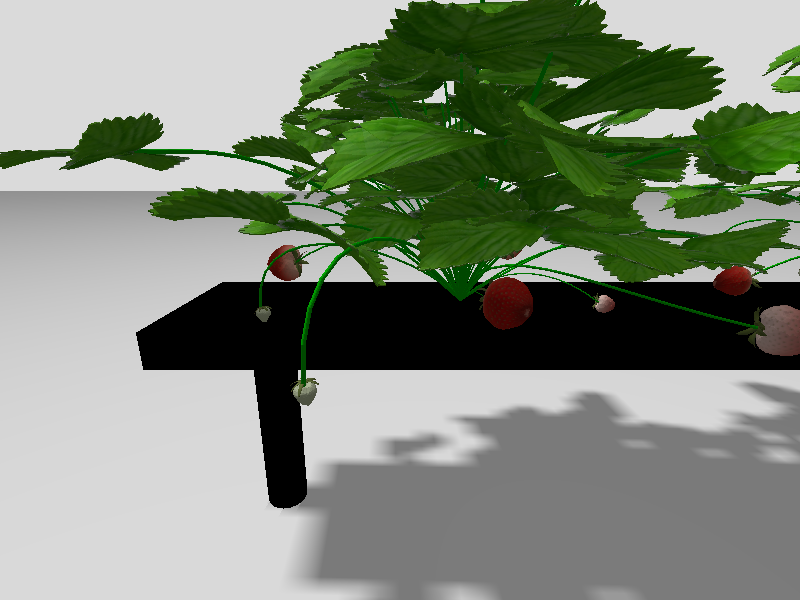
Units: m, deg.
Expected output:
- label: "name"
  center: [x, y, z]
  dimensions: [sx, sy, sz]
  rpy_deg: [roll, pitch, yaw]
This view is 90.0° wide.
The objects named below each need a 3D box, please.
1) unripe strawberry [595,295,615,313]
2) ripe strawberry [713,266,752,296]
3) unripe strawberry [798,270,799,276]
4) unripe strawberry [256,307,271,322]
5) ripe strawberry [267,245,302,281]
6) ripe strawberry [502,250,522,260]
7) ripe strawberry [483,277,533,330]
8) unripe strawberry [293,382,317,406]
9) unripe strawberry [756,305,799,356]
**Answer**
- label: "unripe strawberry"
  center: [0.169, 0.004, 0.328]
  dimensions: [0.014, 0.015, 0.013]
  rpy_deg: [19, 21, 12]
- label: "ripe strawberry"
  center: [0.315, -0.018, 0.381]
  dimensions: [0.030, 0.029, 0.027]
  rpy_deg: [-7, 16, 8]
- label: "unripe strawberry"
  center: [0.449, -0.029, 0.445]
  dimensions: [0.009, 0.010, 0.010]
  rpy_deg: [-11, 20, -32]
- label: "unripe strawberry"
  center: [-0.105, 0.011, 0.309]
  dimensions: [0.011, 0.012, 0.011]
  rpy_deg: [-6, 18, -19]
- label: "ripe strawberry"
  center: [-0.124, -0.040, 0.431]
  dimensions: [0.037, 0.038, 0.034]
  rpy_deg: [-4, 14, 24]
- label: "ripe strawberry"
  center: [0.150, -0.076, 0.545]
  dimensions: [0.036, 0.041, 0.040]
  rpy_deg: [8, 18, 25]
- label: "ripe strawberry"
  center: [0.082, 0.004, 0.296]
  dimensions: [0.037, 0.039, 0.040]
  rpy_deg: [-6, 19, -20]
- label: "unripe strawberry"
  center: [-0.042, 0.042, 0.180]
  dimensions: [0.010, 0.011, 0.011]
  rpy_deg: [9, 19, 26]
- label: "unripe strawberry"
  center: [0.239, 0.020, 0.246]
  dimensions: [0.031, 0.032, 0.029]
  rpy_deg: [11, 20, 31]
